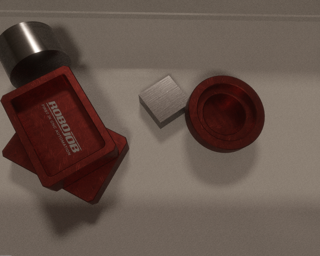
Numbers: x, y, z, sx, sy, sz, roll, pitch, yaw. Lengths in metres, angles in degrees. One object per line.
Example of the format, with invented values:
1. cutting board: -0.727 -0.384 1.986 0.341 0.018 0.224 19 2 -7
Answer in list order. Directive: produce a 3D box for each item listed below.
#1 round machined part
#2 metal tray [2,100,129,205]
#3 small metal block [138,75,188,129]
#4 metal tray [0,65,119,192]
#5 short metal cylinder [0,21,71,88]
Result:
1. round machined part: 0.080 -0.015 0.402 0.099 0.042 0.098 2 74 -8
2. metal tray: -0.117 0.028 0.395 0.130 0.030 0.090 26 72 8
3. small metal block: 0.006 -0.035 0.423 0.050 0.025 0.050 -34 74 -12
4. metal tray: -0.120 -0.002 0.373 0.090 0.030 0.130 -30 73 -11
5. short metal cylinder: -0.167 -0.094 0.413 0.080 0.080 0.050 -29 73 -10
